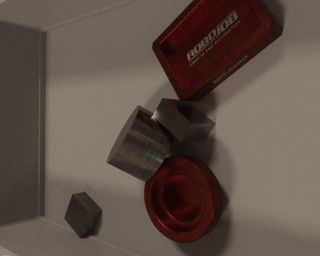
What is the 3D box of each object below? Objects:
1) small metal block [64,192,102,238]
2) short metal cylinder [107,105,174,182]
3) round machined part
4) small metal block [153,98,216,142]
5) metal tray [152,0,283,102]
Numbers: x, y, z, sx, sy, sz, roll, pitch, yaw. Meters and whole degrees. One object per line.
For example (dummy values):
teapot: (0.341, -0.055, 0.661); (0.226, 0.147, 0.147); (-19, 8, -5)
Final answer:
small metal block: (-0.127, 0.142, 0.509); (0.050, 0.025, 0.050); (34, 111, 34)
short metal cylinder: (-0.023, 0.019, 0.380); (0.050, 0.080, 0.080); (29, 116, -11)
round machined part: (0.031, 0.081, 0.368); (0.098, 0.042, 0.097); (0, 90, 39)
small metal block: (0.029, -0.010, 0.365); (0.050, 0.050, 0.025); (44, 116, 31)
metal tray: (0.058, -0.101, 0.354); (0.130, 0.030, 0.090); (-39, 67, 32)
